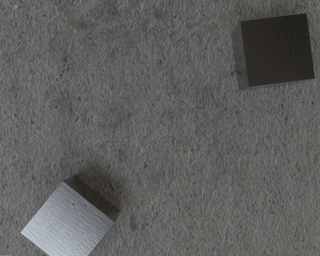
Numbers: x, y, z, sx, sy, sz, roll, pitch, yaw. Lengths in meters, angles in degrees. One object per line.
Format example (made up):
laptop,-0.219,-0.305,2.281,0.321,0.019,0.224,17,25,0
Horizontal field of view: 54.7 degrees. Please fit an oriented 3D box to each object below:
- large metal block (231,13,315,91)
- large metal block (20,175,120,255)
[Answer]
large metal block,0.142,-0.094,0.398,0.080,0.050,0.080,-7,90,0
large metal block,-0.111,0.119,0.397,0.080,0.050,0.080,39,90,0
